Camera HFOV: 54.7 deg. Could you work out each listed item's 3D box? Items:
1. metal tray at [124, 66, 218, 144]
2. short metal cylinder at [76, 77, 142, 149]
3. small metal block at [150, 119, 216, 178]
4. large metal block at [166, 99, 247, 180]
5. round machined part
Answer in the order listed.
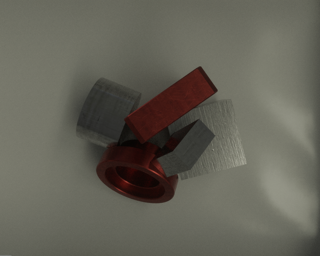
[{"bbox_3d":[0.010,-0.023,0.357,0.090,0.130,0.030,-35,91,0],"label":"metal tray"},{"bbox_3d":[-0.062,-0.016,0.381,0.050,0.080,0.080,23,90,-1],"label":"short metal cylinder"},{"bbox_3d":[0.024,0.022,0.329,0.025,0.050,0.050,46,58,-7],"label":"small metal block"},{"bbox_3d":[0.054,0.012,0.391,0.080,0.050,0.080,-14,95,-1],"label":"large metal block"},{"bbox_3d":[-0.024,0.051,0.383,0.098,0.097,0.042,20,55,-1],"label":"round machined part"}]
